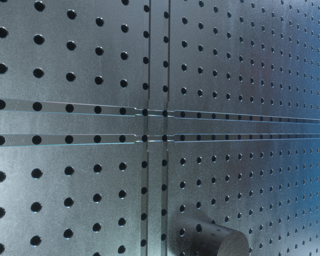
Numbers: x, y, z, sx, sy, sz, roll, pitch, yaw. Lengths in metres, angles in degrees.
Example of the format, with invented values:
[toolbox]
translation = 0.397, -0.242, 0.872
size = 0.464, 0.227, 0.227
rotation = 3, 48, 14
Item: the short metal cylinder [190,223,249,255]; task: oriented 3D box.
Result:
[short metal cylinder]
translation = 0.092, 0.191, 0.473
size = 0.081, 0.050, 0.079
rotation = 0, 90, -40
